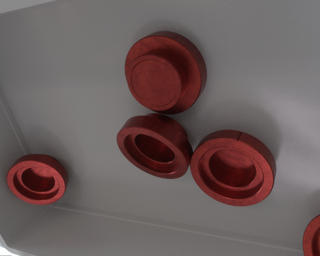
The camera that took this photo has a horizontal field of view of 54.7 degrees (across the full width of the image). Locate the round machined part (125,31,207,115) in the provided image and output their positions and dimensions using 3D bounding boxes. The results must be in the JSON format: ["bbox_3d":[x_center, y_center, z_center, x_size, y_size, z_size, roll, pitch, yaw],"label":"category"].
[{"bbox_3d":[0.001,-0.059,0.361,0.098,0.042,0.097,13,124,21],"label":"round machined part"}]

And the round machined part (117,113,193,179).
[{"bbox_3d":[-0.003,0.019,0.400,0.098,0.042,0.097,19,143,16],"label":"round machined part"}]

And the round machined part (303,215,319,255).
[{"bbox_3d":[0.219,0.139,0.349,0.098,0.042,0.097,1,91,48],"label":"round machined part"}]

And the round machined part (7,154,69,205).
[{"bbox_3d":[-0.211,0.085,0.547,0.099,0.042,0.097,0,120,-1],"label":"round machined part"}]

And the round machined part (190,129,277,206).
[{"bbox_3d":[0.090,0.044,0.377,0.098,0.042,0.097,13,124,21],"label":"round machined part"}]
